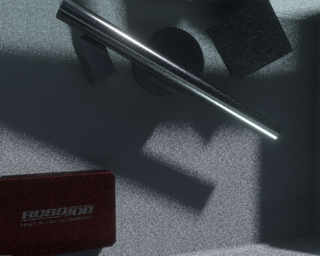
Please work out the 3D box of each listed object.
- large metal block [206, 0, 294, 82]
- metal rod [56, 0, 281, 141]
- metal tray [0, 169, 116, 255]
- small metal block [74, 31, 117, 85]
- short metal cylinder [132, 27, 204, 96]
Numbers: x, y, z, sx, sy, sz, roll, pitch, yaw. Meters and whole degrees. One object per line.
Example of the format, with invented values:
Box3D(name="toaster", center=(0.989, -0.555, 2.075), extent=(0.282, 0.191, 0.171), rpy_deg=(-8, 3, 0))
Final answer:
Box3D(name="large metal block", center=(0.120, -0.121, 0.426), extent=(0.080, 0.050, 0.080), rpy_deg=(-29, 102, 10))
Box3D(name="metal rod", center=(0.025, -0.059, 0.367), extent=(0.301, 0.025, 0.025), rpy_deg=(27, 81, -19))
Box3D(name="metal tray", center=(-0.120, 0.099, 0.364), extent=(0.131, 0.030, 0.089), rpy_deg=(-1, 91, -21))
Box3D(name="small metal block", center=(-0.078, -0.082, 0.369), extent=(0.025, 0.050, 0.050), rpy_deg=(-25, 99, -18))
Box3D(name="short metal cylinder", center=(0.009, -0.083, 0.402), extent=(0.081, 0.050, 0.079), rpy_deg=(0, 90, -20))
